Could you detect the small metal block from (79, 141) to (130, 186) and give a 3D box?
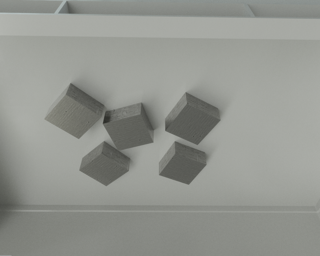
[{"bbox_3d":[-0.080,0.053,0.453,0.050,0.025,0.050,-36,122,26],"label":"small metal block"}]

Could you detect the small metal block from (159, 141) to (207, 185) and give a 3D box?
[{"bbox_3d":[0.032,0.052,0.454,0.050,0.025,0.050,21,127,-17],"label":"small metal block"}]

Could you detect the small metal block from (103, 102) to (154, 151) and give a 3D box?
[{"bbox_3d":[-0.040,-0.001,0.408,0.050,0.025,0.050,-14,129,11],"label":"small metal block"}]

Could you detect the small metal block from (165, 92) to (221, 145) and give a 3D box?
[{"bbox_3d":[0.041,-0.011,0.400,0.050,0.025,0.050,24,126,-19],"label":"small metal block"}]

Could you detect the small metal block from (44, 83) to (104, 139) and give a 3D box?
[{"bbox_3d":[-0.108,-0.020,0.391,0.050,0.025,0.050,35,122,-26],"label":"small metal block"}]
